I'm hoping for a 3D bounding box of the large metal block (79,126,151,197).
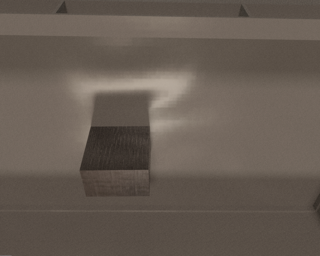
[{"bbox_3d":[-0.054,0.042,0.408,0.081,0.080,0.050,0,130,0],"label":"large metal block"}]
